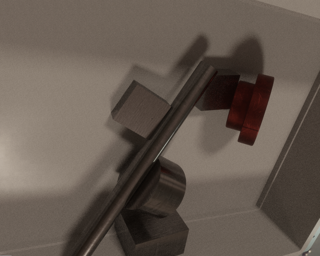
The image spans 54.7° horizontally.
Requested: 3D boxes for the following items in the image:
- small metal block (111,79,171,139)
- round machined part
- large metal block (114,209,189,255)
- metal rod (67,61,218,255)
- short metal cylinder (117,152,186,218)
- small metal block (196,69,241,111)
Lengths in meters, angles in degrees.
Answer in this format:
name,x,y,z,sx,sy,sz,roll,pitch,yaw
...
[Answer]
name,x,y,z,sx,sy,sz,roll,pitch,yaw
small metal block,-0.023,-0.022,0.376,0.050,0.025,0.050,32,101,-24
round machined part,0.121,-0.028,0.427,0.098,0.042,0.097,16,91,-76
large metal block,-0.015,0.149,0.459,0.081,0.080,0.050,-7,122,-25
metal rod,-0.025,0.049,0.385,0.025,0.025,0.299,32,95,-38
short metal cylinder,-0.012,0.075,0.415,0.050,0.080,0.080,32,101,-39
small metal block,0.075,-0.052,0.419,0.050,0.025,0.050,-5,121,-26
